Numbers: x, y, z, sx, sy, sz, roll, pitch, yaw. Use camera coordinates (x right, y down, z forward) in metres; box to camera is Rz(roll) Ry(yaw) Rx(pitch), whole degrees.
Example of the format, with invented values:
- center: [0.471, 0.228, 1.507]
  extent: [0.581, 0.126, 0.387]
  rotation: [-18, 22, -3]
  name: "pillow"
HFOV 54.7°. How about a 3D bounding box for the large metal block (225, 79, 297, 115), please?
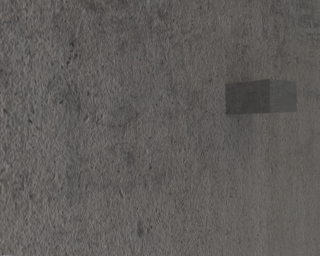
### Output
- center: [0.165, -0.049, 0.507]
  extent: [0.081, 0.080, 0.050]
  rotation: [-4, 93, -40]
  name: "large metal block"
